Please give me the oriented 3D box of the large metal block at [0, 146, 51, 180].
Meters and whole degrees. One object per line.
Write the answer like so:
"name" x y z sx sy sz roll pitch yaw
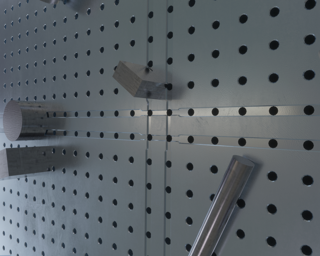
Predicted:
"large metal block" -0.272 0.069 0.598 0.080 0.081 0.050 -17 79 39

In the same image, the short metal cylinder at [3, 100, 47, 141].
"short metal cylinder" -0.268 -0.014 0.615 0.080 0.050 0.080 0 90 40

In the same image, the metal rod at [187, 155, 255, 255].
"metal rod" 0.041 0.170 0.375 0.025 0.025 0.298 32 110 35

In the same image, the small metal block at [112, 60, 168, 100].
"small metal block" -0.026 -0.064 0.415 0.050 0.050 0.025 44 117 31

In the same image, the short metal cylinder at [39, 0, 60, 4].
"short metal cylinder" -0.204 -0.264 0.542 0.050 0.081 0.080 -50 61 29

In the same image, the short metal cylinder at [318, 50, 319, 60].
"short metal cylinder" 0.170 -0.050 0.233 0.080 0.081 0.050 -25 75 37
